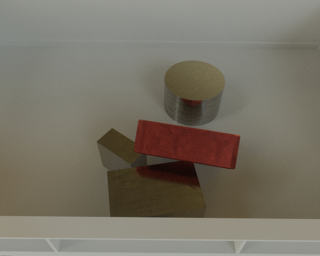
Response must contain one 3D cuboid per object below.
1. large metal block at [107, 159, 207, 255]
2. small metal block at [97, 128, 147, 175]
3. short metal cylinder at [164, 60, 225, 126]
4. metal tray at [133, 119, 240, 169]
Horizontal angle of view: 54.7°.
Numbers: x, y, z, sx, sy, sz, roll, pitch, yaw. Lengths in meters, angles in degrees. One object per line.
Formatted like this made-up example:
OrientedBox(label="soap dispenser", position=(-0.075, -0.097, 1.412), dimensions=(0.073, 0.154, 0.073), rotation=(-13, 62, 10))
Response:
OrientedBox(label="large metal block", position=(-0.005, 0.079, 0.303), dimensions=(0.081, 0.080, 0.050), rotation=(-7, 51, -7))
OrientedBox(label="small metal block", position=(-0.043, 0.035, 0.359), dimensions=(0.050, 0.050, 0.025), rotation=(30, 57, 22))
OrientedBox(label="short metal cylinder", position=(0.046, -0.049, 0.431), dimensions=(0.081, 0.050, 0.080), rotation=(0, 50, 0))
OrientedBox(label="metal tray", position=(0.030, 0.015, 0.332), dimensions=(0.090, 0.130, 0.030), rotation=(9, 90, 7))
